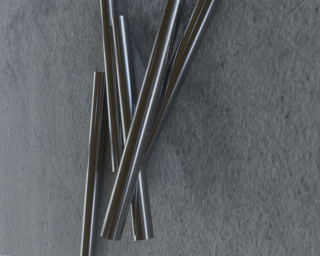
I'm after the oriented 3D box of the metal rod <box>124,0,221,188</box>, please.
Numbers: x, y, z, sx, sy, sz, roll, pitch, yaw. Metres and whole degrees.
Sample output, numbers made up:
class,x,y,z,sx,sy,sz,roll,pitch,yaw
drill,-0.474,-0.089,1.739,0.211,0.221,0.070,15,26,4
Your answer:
class,x,y,z,sx,sy,sz,roll,pitch,yaw
metal rod,0.006,-0.035,0.397,0.025,0.025,0.298,37,112,33

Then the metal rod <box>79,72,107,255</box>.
class,x,y,z,sx,sy,sz,roll,pitch,yaw
metal rod,-0.103,0.063,0.487,0.025,0.025,0.298,9,96,39

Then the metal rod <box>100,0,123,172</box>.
class,x,y,z,sx,sy,sz,roll,pitch,yaw
metal rod,-0.069,-0.086,0.459,0.025,0.025,0.298,-8,85,39

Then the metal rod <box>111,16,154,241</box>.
class,x,y,z,sx,sy,sz,roll,pitch,yaw
metal rod,-0.038,-0.012,0.405,0.025,0.025,0.299,-20,70,38

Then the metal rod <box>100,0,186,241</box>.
class,x,y,z,sx,sy,sz,roll,pitch,yaw
metal rod,-0.018,-0.020,0.369,0.025,0.025,0.299,10,81,39
